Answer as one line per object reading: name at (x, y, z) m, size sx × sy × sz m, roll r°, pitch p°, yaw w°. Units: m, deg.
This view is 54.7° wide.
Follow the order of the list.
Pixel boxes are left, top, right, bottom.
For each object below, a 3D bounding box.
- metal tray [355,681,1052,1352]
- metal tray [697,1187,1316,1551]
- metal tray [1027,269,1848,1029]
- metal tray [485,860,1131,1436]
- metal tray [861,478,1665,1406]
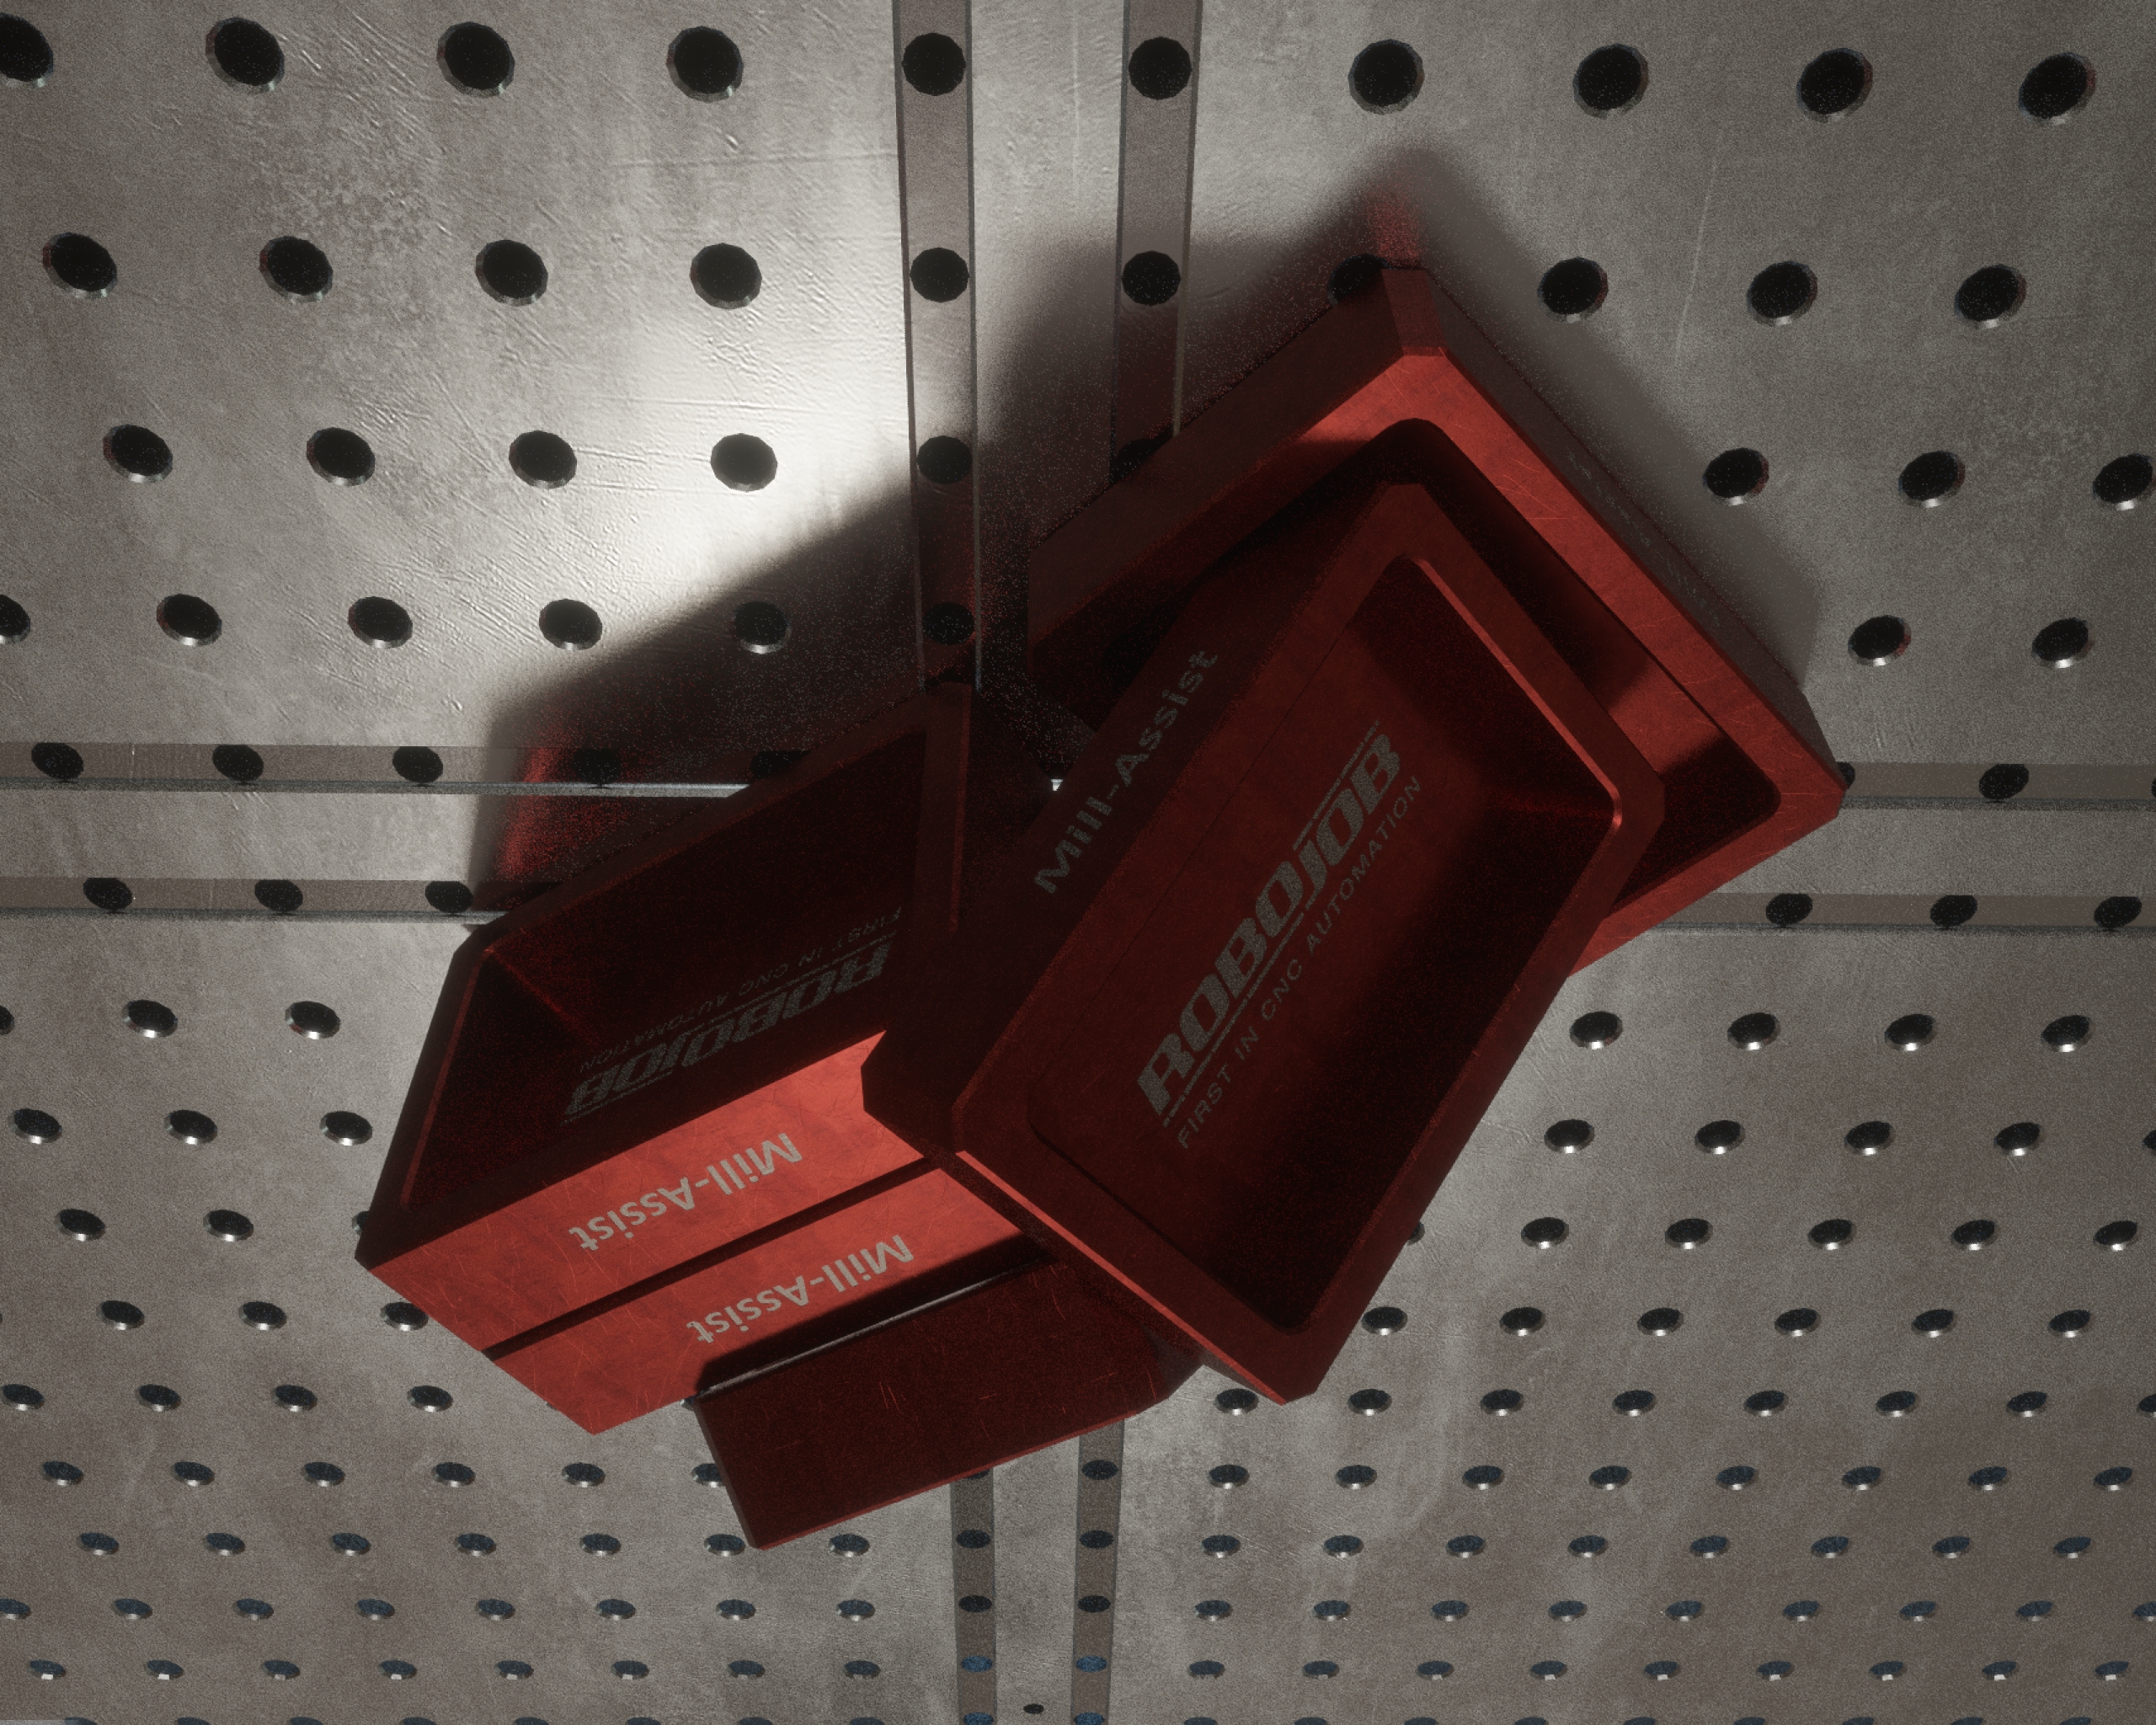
metal tray at (-0.067, 0.028, 0.391) m, size 0.130 × 0.090 × 0.030 m, roll -26°, pitch 126°, yaw 20°
metal tray at (-0.007, 0.093, 0.430) m, size 0.090 × 0.131 × 0.030 m, roll -25°, pitch 84°, yaw 20°
metal tray at (0.066, -0.032, 0.380) m, size 0.090 × 0.030 × 0.130 m, roll -36°, pitch 122°, yaw 26°
metal tray at (-0.050, 0.048, 0.407) m, size 0.130 × 0.090 × 0.030 m, roll -26°, pitch 126°, yaw 20°
metal tray at (0.036, 0.012, 0.348) m, size 0.090 × 0.030 × 0.130 m, roll 43°, pitch 73°, yaw -30°
